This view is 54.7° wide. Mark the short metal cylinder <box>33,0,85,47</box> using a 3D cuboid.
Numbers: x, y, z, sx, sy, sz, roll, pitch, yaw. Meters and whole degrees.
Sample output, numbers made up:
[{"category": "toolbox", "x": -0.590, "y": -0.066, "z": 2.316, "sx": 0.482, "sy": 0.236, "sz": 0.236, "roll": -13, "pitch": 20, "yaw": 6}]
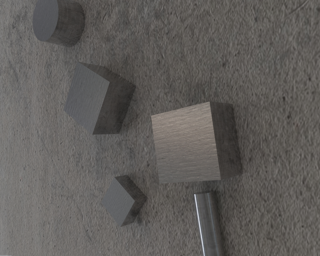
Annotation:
[{"category": "short metal cylinder", "x": -0.175, "y": -0.184, "z": 0.533, "sx": 0.080, "sy": 0.050, "sz": 0.080, "roll": 0, "pitch": 90, "yaw": 40}]

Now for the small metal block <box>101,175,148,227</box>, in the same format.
[{"category": "small metal block", "x": -0.052, "y": 0.105, "z": 0.448, "sx": 0.050, "sy": 0.025, "sz": 0.050, "roll": 42, "pitch": 115, "yaw": 32}]

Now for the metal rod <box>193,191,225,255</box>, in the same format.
[{"category": "metal rod", "x": 0.072, "y": 0.222, "z": 0.345, "sx": 0.025, "sy": 0.025, "sz": 0.298, "roll": -14, "pitch": 81, "yaw": 39}]

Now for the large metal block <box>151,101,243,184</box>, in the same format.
[{"category": "large metal block", "x": 0.041, "y": 0.018, "z": 0.355, "sx": 0.080, "sy": 0.050, "sz": 0.080, "roll": -12, "pitch": 82, "yaw": 39}]

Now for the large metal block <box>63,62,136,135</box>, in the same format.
[{"category": "large metal block", "x": -0.092, "y": -0.044, "z": 0.465, "sx": 0.080, "sy": 0.050, "sz": 0.079, "roll": 34, "pitch": 111, "yaw": 34}]
